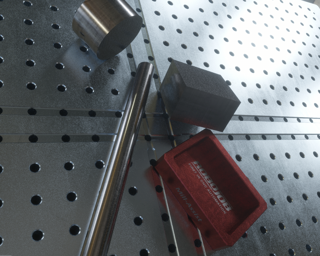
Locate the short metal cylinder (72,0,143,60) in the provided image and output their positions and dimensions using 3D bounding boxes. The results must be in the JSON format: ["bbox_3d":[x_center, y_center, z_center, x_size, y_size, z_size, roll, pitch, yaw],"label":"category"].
[{"bbox_3d":[-0.070,-0.139,0.420,0.050,0.080,0.080,48,51,5],"label":"short metal cylinder"}]

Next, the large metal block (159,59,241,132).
[{"bbox_3d":[0.052,-0.045,0.429,0.081,0.050,0.080,13,32,-21],"label":"large metal block"}]

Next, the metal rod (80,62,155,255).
[{"bbox_3d":[-0.045,0.033,0.363,0.025,0.025,0.300,23,53,-15],"label":"metal rod"}]

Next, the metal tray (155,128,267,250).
[{"bbox_3d":[0.066,0.073,0.395,0.091,0.030,0.130,-28,77,-37],"label":"metal tray"}]
